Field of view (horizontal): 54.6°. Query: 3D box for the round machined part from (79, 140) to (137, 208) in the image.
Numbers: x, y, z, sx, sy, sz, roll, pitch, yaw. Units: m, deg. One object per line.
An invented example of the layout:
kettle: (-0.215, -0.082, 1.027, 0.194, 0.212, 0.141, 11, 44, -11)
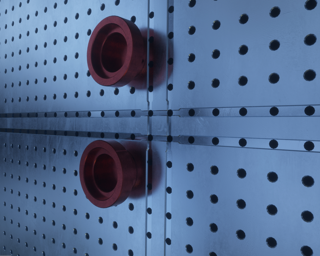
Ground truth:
round machined part: (-0.073, 0.066, 0.460, 0.098, 0.042, 0.097, 0, 90, 40)

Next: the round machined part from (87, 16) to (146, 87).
round machined part: (-0.059, -0.107, 0.448, 0.098, 0.042, 0.097, 0, 90, 40)
